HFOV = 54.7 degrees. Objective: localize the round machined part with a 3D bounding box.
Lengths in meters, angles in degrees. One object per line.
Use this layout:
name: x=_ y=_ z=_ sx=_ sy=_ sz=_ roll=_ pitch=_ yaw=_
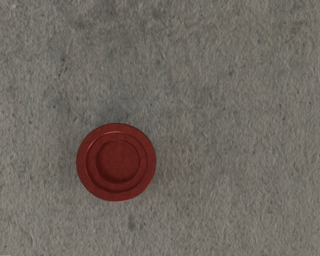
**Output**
round machined part: x=-0.054 y=0.042 z=0.401 sx=0.099 sy=0.042 sz=0.097 roll=0 pitch=90 yaw=-1
